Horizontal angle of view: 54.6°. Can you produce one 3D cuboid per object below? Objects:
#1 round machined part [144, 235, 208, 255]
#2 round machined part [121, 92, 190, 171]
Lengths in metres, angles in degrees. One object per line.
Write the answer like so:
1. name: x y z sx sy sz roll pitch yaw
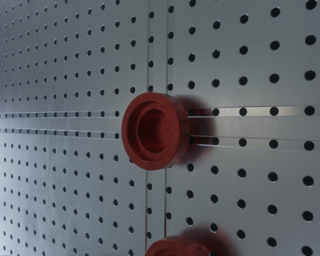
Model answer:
1. round machined part: 0.028 0.180 0.376 0.098 0.042 0.097 0 90 40
2. round machined part: -0.001 0.004 0.400 0.098 0.042 0.097 0 90 40
